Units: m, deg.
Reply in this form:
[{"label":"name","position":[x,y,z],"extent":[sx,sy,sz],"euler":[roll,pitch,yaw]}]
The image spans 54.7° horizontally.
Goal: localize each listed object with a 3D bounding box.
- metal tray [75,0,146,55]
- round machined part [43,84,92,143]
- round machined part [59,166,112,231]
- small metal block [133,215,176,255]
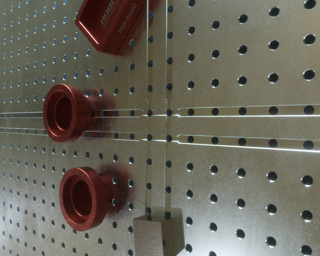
[{"label":"metal tray","position":[-0.072,-0.188,0.465],"extent":[0.090,0.030,0.129],"euler":[51,120,28]},{"label":"round machined part","position":[-0.153,-0.024,0.525],"extent":[0.098,0.042,0.097],"euler":[0,90,40]},{"label":"round machined part","position":[-0.115,0.110,0.494],"extent":[0.098,0.042,0.097],"euler":[0,90,40]},{"label":"small metal block","position":[-0.008,0.147,0.416],"extent":[0.050,0.025,0.050],"euler":[-8,85,39]}]
